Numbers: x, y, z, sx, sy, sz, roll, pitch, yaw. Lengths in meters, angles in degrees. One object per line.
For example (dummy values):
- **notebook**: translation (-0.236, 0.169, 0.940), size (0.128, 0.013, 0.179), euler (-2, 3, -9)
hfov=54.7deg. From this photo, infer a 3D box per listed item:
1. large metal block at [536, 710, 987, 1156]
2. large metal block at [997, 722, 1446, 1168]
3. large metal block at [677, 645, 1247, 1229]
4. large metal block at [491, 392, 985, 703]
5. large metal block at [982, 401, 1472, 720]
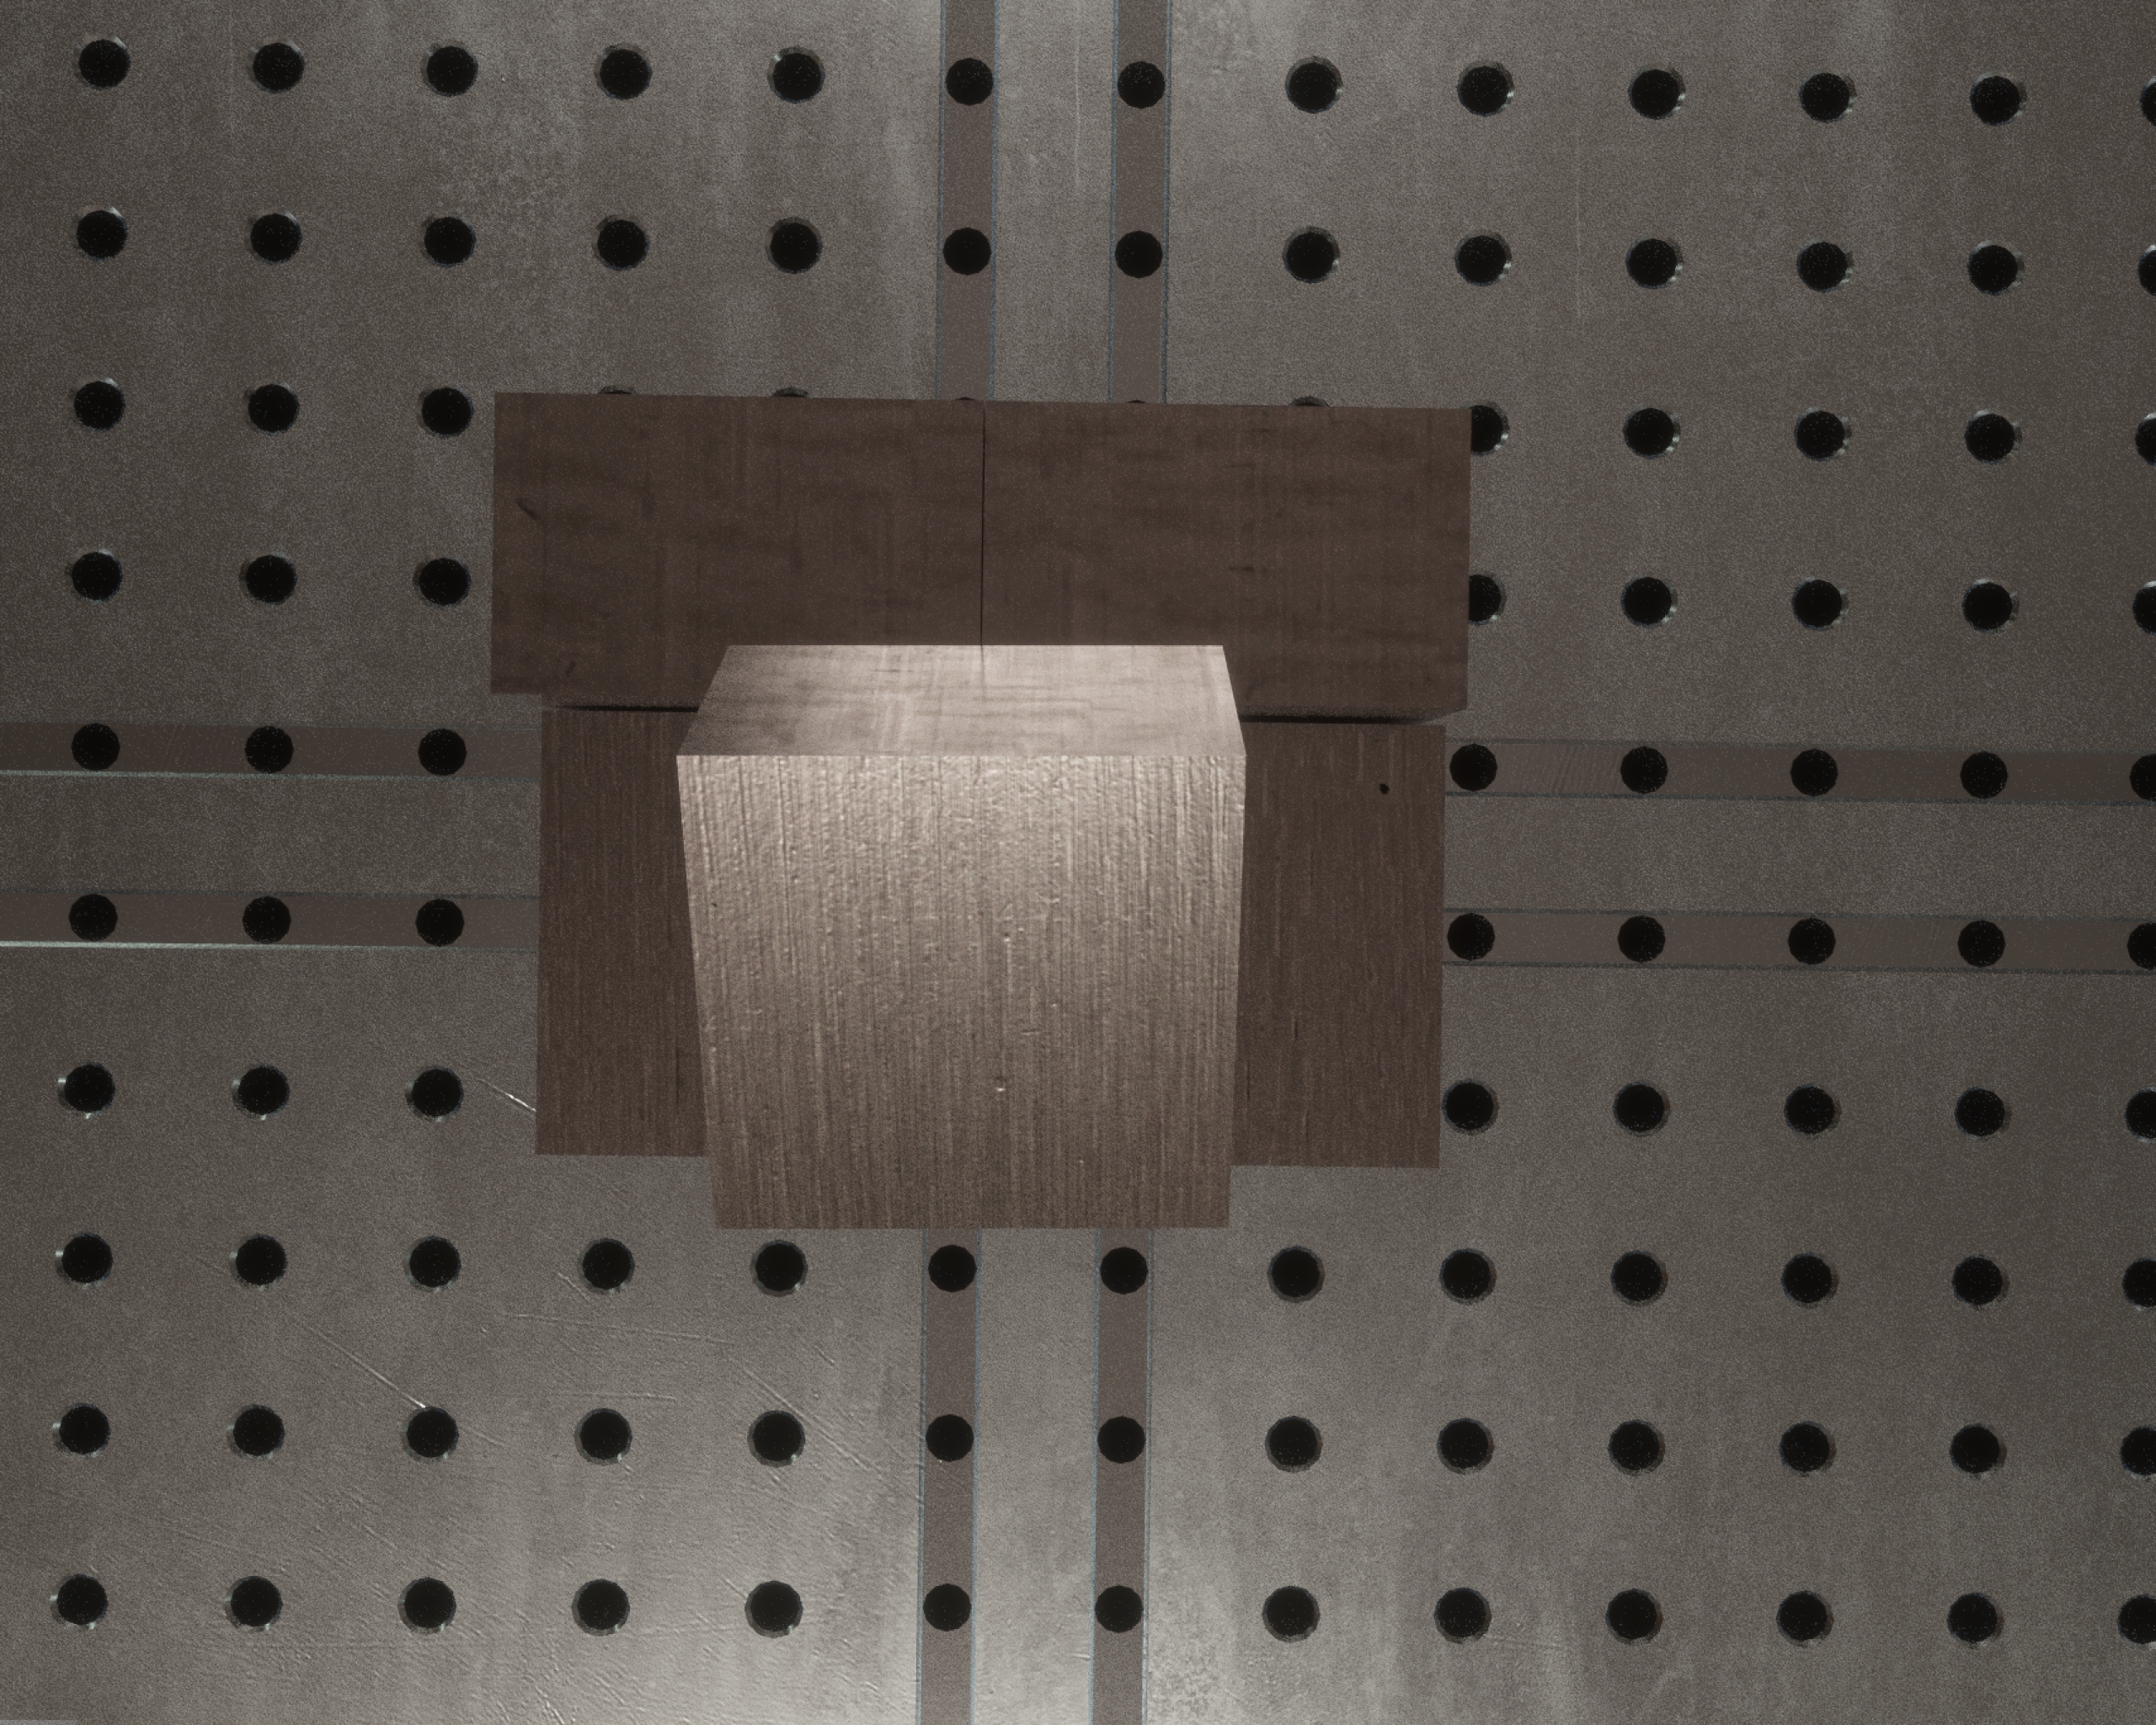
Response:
- **large metal block**: translation (-0.056, 0.013, 0.398), size (0.081, 0.050, 0.079), euler (1, 90, -1)
- **large metal block**: translation (0.025, 0.014, 0.399), size (0.081, 0.050, 0.079), euler (1, 90, -1)
- **large metal block**: translation (-0.017, 0.011, 0.334), size (0.081, 0.050, 0.079), euler (0, 114, -1)
- **large metal block**: translation (-0.056, -0.052, 0.384), size (0.081, 0.080, 0.050), euler (1, 90, -1)
- **large metal block**: translation (0.024, -0.051, 0.385), size (0.081, 0.080, 0.050), euler (1, 90, -1)
